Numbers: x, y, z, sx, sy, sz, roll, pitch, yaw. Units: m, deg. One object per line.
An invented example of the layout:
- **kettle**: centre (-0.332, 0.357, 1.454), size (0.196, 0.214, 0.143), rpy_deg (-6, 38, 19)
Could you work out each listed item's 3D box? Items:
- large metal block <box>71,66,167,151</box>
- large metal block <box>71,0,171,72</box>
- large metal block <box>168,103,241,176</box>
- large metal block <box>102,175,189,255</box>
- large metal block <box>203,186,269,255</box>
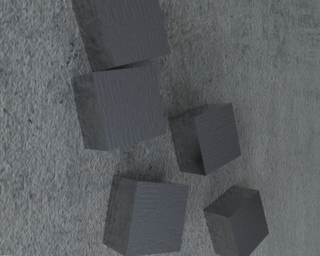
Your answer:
- **large metal block**: centre (-0.045, -0.024, 0.350), size (0.081, 0.050, 0.079), rpy_deg (-15, 100, -39)
- **large metal block**: centre (-0.042, -0.113, 0.352), size (0.081, 0.050, 0.080), rpy_deg (-24, 105, -37)
- **large metal block**: centre (0.065, 0.013, 0.443), size (0.081, 0.050, 0.080), rpy_deg (-21, 104, -38)
- **large metal block**: centre (-0.016, 0.104, 0.375), size (0.081, 0.050, 0.080), rpy_deg (14, 81, -39)
- **large metal block**: centre (0.122, 0.149, 0.491), size (0.081, 0.050, 0.080), rpy_deg (-27, 107, -37)
